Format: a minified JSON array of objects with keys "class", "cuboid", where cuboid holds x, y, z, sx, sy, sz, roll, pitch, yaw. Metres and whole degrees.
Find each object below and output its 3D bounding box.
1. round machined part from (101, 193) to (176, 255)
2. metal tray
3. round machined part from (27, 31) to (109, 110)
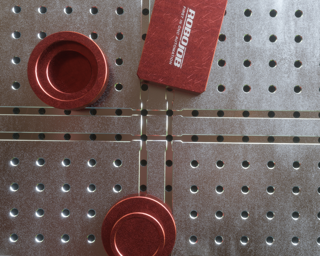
[{"class":"round machined part","cuboid":[-0.028,0.138,0.405,0.099,0.042,0.097,0,90,0]},{"class":"metal tray","cuboid":[0.028,-0.116,0.411,0.091,0.030,0.129,14,90,0]},{"class":"round machined part","cuboid":[-0.115,-0.072,0.404,0.099,0.042,0.097,0,90,0]}]
